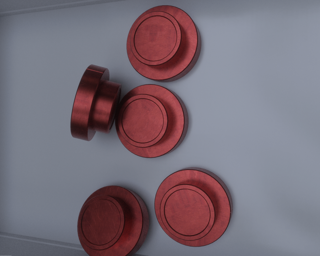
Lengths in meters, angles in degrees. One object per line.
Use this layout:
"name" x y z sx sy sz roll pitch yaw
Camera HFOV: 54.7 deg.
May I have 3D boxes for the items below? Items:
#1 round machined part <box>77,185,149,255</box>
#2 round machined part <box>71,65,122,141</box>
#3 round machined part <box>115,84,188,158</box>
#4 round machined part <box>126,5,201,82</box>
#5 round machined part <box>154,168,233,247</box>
"round machined part" -0.068 0.125 0.409 0.098 0.042 0.098 -7 69 19
"round machined part" -0.079 -0.030 0.402 0.042 0.098 0.097 14 95 -3
"round machined part" -0.016 -0.009 0.406 0.098 0.042 0.097 0 90 19
"round machined part" 0.001 -0.111 0.401 0.098 0.042 0.097 0 90 19
"round machined part" 0.039 0.100 0.387 0.098 0.042 0.097 0 90 19
